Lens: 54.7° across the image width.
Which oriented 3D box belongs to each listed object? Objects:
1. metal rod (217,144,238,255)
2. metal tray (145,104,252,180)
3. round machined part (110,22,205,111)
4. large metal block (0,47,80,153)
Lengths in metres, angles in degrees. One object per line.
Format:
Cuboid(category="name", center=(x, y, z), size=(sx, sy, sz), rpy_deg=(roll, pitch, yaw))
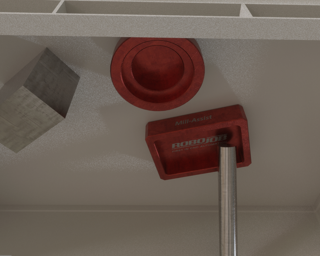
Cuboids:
Cuboid(category="metal rod", center=(0.096, 0.171, 0.435), size=(0.025, 0.025, 0.298), rpy_deg=(-2, 98, 1))
Cuboid(category="metal tray", center=(0.054, 0.023, 0.426), size=(0.131, 0.030, 0.090), rpy_deg=(-11, 130, 9))
Cuboid(category="round machined part", center=(-0.003, -0.069, 0.339), size=(0.099, 0.042, 0.097), rpy_deg=(-1, 130, 0))
Cuboid(category="large metal block", center=(-0.143, -0.031, 0.344), size=(0.080, 0.080, 0.050), rpy_deg=(-31, 124, 23))
